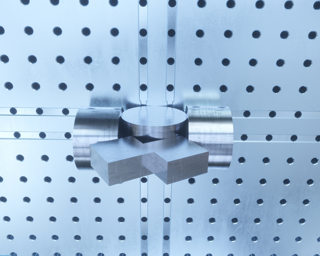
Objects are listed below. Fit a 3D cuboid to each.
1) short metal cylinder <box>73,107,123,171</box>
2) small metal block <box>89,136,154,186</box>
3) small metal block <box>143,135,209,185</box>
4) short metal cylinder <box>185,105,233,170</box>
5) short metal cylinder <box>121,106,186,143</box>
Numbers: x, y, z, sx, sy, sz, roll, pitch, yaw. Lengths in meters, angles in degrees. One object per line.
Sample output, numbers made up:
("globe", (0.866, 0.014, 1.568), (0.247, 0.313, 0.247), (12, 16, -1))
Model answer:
("short metal cylinder", (-0.073, 0.013, 0.388), (0.050, 0.080, 0.079), (1, 110, 0))
("small metal block", (-0.040, 0.032, 0.325), (0.050, 0.050, 0.025), (-11, 114, -30))
("small metal block", (0.016, 0.032, 0.330), (0.050, 0.050, 0.025), (-11, 113, -29))
("short metal cylinder", (0.058, 0.012, 0.388), (0.050, 0.080, 0.079), (1, 110, 0))
("short metal cylinder", (-0.007, 0.008, 0.386), (0.081, 0.080, 0.050), (1, 110, -1))
